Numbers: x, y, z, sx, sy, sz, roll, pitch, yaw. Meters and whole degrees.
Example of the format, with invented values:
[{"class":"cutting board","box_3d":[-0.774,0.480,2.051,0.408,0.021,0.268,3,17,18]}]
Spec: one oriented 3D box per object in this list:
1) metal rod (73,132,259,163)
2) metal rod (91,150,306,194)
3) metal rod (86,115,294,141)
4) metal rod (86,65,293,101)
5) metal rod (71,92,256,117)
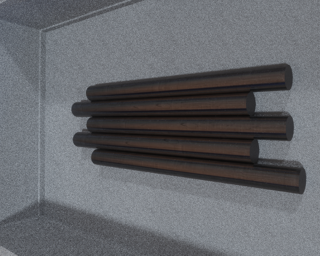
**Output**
[{"class":"metal rod","box_3d":[-0.017,0.022,0.417,0.300,0.025,0.025,1,91,39]},{"class":"metal rod","box_3d":[0.019,0.048,0.388,0.300,0.025,0.025,1,91,39]},{"class":"metal rod","box_3d":[0.010,-0.002,0.395,0.300,0.025,0.025,1,91,39]},{"class":"metal rod","box_3d":[0.009,-0.052,0.396,0.300,0.025,0.025,1,91,39]},{"class":"metal rod","box_3d":[-0.020,-0.028,0.420,0.300,0.025,0.025,1,91,39]}]
